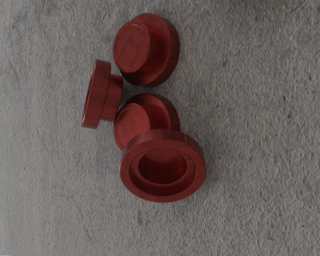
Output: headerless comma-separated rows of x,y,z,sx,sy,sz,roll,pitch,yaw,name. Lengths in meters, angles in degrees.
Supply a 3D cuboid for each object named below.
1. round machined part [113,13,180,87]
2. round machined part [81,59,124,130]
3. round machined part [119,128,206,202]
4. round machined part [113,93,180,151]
-0.025,-0.105,0.415,0.098,0.042,0.097,0,90,40,round machined part
-0.081,-0.045,0.441,0.098,0.042,0.097,-167,89,-74,round machined part
0.003,0.040,0.368,0.098,0.098,0.042,-50,21,28,round machined part
-0.025,0.001,0.415,0.098,0.042,0.097,0,90,40,round machined part
